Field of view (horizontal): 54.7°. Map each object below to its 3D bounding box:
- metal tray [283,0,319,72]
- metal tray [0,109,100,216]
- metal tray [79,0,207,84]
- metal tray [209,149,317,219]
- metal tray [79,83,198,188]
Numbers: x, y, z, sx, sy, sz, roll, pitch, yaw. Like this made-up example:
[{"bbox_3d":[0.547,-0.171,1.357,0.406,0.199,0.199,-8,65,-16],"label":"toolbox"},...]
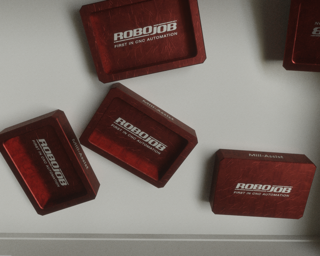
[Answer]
[{"bbox_3d":[0.208,-0.106,0.335,0.130,0.030,0.089,8,126,20],"label":"metal tray"},{"bbox_3d":[-0.150,0.050,0.425,0.090,0.030,0.129,-19,109,6],"label":"metal tray"},{"bbox_3d":[-0.018,-0.111,0.367,0.131,0.030,0.089,-11,110,4],"label":"metal tray"},{"bbox_3d":[0.142,0.080,0.439,0.131,0.030,0.089,4,110,-2],"label":"metal tray"},{"bbox_3d":[-0.027,0.012,0.412,0.130,0.030,0.090,32,107,-11],"label":"metal tray"}]
